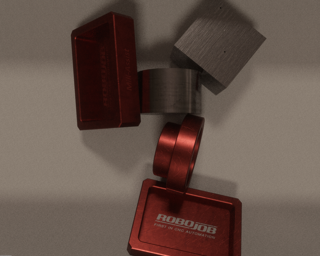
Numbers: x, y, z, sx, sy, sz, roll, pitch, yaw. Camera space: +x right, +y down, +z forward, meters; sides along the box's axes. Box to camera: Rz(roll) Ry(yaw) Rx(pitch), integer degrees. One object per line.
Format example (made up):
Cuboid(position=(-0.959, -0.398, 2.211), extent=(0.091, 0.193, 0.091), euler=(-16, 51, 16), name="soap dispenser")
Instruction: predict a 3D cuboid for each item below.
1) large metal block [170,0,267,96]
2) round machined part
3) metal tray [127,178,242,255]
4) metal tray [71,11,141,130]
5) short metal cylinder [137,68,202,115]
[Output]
Cuboid(position=(0.071, -0.101, 0.396), extent=(0.080, 0.050, 0.080), euler=(39, 83, -1), name="large metal block")
Cuboid(position=(0.021, 0.030, 0.376), extent=(0.042, 0.098, 0.097), euler=(14, 90, 11), name="round machined part")
Cuboid(position=(0.033, 0.121, 0.385), extent=(0.131, 0.030, 0.090), euler=(13, 52, -1), name="metal tray")
Cuboid(position=(-0.069, -0.064, 0.380), extent=(0.090, 0.030, 0.129), euler=(-4, 90, 43), name="metal tray")
Cuboid(position=(0.011, -0.042, 0.384), extent=(0.081, 0.080, 0.050), euler=(0, 90, -1), name="short metal cylinder")
